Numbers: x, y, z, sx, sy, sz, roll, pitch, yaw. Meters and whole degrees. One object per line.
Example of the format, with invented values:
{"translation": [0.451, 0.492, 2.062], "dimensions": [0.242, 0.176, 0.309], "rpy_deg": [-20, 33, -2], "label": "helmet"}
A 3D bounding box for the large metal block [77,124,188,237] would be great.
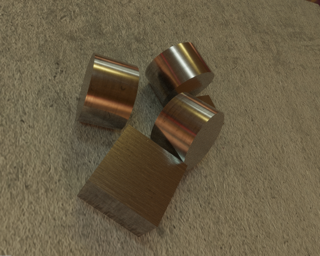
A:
{"translation": [-0.029, 0.057, 0.337], "dimensions": [0.080, 0.050, 0.080], "rpy_deg": [36, 51, -5], "label": "large metal block"}

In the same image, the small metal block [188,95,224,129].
{"translation": [0.056, -0.017, 0.444], "dimensions": [0.050, 0.025, 0.050], "rpy_deg": [-12, 68, -33], "label": "small metal block"}

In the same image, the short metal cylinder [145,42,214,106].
{"translation": [0.027, -0.072, 0.427], "dimensions": [0.081, 0.080, 0.050], "rpy_deg": [-20, 73, -36], "label": "short metal cylinder"}

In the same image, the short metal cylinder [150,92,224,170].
{"translation": [0.034, 0.003, 0.376], "dimensions": [0.050, 0.079, 0.081], "rpy_deg": [34, 47, 24], "label": "short metal cylinder"}

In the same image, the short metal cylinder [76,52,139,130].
{"translation": [-0.062, -0.041, 0.360], "dimensions": [0.050, 0.080, 0.080], "rpy_deg": [14, 56, -21], "label": "short metal cylinder"}
